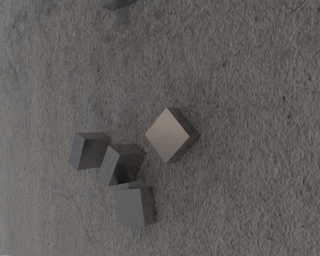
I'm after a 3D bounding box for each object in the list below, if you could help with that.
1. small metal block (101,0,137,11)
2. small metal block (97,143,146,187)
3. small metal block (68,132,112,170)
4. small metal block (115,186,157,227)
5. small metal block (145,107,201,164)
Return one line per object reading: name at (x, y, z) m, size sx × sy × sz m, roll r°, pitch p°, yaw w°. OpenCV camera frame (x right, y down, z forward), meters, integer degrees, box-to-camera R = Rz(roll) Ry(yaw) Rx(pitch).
small metal block at (-0.062, -0.207, 0.456) m, size 0.050 × 0.025 × 0.050 m, roll -3°, pitch 88°, yaw 40°
small metal block at (-0.053, 0.050, 0.432) m, size 0.025 × 0.050 × 0.050 m, roll 35°, pitch 111°, yaw 34°
small metal block at (-0.108, 0.035, 0.478) m, size 0.025 × 0.050 × 0.050 m, roll 27°, pitch 107°, yaw 37°
small metal block at (-0.034, 0.109, 0.433) m, size 0.050 × 0.025 × 0.050 m, roll -13°, pitch 82°, yaw 39°
small metal block at (0.015, 0.009, 0.392) m, size 0.050 × 0.025 × 0.050 m, roll -51°, pitch 60°, yaw 28°
